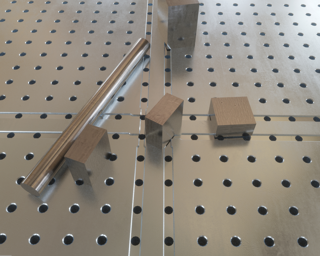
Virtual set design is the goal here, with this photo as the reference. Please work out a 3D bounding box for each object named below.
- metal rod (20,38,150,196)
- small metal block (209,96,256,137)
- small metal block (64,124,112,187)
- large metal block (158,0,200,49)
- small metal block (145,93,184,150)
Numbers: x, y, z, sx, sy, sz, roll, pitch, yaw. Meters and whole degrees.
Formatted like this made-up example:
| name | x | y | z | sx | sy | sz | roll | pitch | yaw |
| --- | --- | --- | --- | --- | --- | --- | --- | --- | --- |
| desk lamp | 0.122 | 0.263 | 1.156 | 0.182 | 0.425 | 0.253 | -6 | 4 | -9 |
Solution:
| name | x | y | z | sx | sy | sz | roll | pitch | yaw |
| --- | --- | --- | --- | --- | --- | --- | --- | --- | --- |
| metal rod | -0.087 | -0.036 | 0.436 | 0.025 | 0.025 | 0.301 | 18 | 52 | 14 |
| small metal block | 0.097 | -0.016 | 0.422 | 0.050 | 0.025 | 0.050 | -3 | 50 | -3 |
| small metal block | -0.082 | 0.032 | 0.363 | 0.025 | 0.050 | 0.050 | 17 | 52 | 13 |
| large metal block | 0.029 | -0.196 | 0.537 | 0.050 | 0.080 | 0.080 | -9 | 51 | -8 |
| small metal block | 0.006 | -0.008 | 0.399 | 0.025 | 0.050 | 0.050 | 26 | 55 | 20 |
